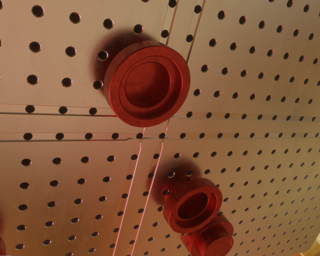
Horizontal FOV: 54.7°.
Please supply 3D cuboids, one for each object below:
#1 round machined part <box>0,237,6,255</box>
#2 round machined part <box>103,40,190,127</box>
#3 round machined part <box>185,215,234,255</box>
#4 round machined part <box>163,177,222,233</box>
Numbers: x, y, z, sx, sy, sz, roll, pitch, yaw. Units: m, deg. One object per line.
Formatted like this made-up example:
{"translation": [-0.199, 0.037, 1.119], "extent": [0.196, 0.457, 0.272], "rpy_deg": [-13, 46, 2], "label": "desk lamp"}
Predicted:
{"translation": [-0.237, 0.152, 0.365], "extent": [0.099, 0.042, 0.097], "rpy_deg": [-14, 125, -21], "label": "round machined part"}
{"translation": [-0.018, -0.053, 0.359], "extent": [0.099, 0.042, 0.097], "rpy_deg": [-14, 125, -21], "label": "round machined part"}
{"translation": [0.101, 0.218, 0.593], "extent": [0.099, 0.042, 0.097], "rpy_deg": [-14, 125, -21], "label": "round machined part"}
{"translation": [0.049, 0.120, 0.503], "extent": [0.099, 0.042, 0.097], "rpy_deg": [-14, 125, -21], "label": "round machined part"}
